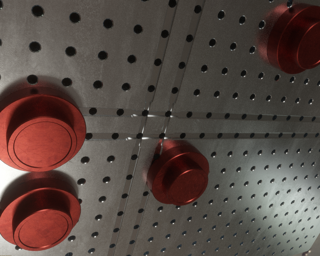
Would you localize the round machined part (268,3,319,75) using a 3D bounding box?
[{"bbox_3d":[0.206,-0.122,0.440,0.099,0.042,0.097,-14,124,-21],"label":"round machined part"}]

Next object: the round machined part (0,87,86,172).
[{"bbox_3d":[-0.129,0.008,0.336,0.099,0.042,0.097,-14,124,-21],"label":"round machined part"}]

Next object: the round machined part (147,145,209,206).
[{"bbox_3d":[0.033,0.078,0.469,0.099,0.042,0.097,-14,125,-21],"label":"round machined part"}]

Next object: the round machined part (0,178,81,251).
[{"bbox_3d":[-0.149,0.115,0.391,0.099,0.042,0.097,-14,125,-21],"label":"round machined part"}]
